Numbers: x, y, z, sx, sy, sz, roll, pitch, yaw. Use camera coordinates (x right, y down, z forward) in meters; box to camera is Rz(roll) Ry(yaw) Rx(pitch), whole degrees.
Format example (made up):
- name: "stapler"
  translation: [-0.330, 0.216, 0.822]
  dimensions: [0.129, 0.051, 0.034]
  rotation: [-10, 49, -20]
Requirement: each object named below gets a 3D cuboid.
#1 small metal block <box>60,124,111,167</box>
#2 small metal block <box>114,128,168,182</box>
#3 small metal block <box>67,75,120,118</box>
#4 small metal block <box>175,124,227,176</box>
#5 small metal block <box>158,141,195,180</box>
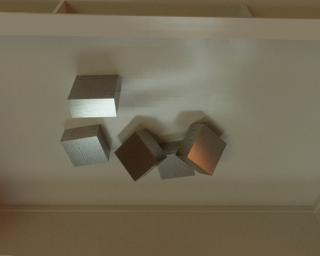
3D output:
- name: "small metal block"
  translation: [-0.102, 0.025, 0.429]
  dimensions: [0.050, 0.025, 0.050]
  rotation: [-9, 130, 7]
- name: "small metal block"
  translation: [-0.027, 0.036, 0.422]
  dimensions: [0.050, 0.025, 0.050]
  rotation: [-43, 77, 30]
- name: "small metal block"
  translation: [-0.074, -0.038, 0.359]
  dimensions: [0.050, 0.050, 0.025]
  rotation: [-1, 130, 0]
- name: "small metal block"
  translation: [0.056, 0.029, 0.415]
  dimensions: [0.050, 0.050, 0.025]
  rotation: [38, 160, -28]
- name: "small metal block"
  translation: [0.022, 0.046, 0.449]
  dimensions: [0.050, 0.025, 0.050]
  rotation: [-9, 130, 6]
